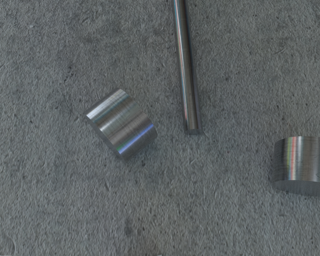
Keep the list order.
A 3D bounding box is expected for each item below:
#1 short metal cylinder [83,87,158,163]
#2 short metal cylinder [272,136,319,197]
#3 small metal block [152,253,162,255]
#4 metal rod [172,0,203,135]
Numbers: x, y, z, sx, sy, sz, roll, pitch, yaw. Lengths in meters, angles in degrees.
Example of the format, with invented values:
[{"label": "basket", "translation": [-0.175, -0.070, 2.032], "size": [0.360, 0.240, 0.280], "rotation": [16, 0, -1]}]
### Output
[{"label": "short metal cylinder", "translation": [-0.049, -0.003, 0.379], "size": [0.050, 0.080, 0.080], "rotation": [-41, 75, -13]}, {"label": "short metal cylinder", "translation": [0.176, 0.047, 0.364], "size": [0.080, 0.080, 0.050], "rotation": [10, 71, 3]}, {"label": "small metal block", "translation": [-0.016, 0.173, 0.345], "size": [0.050, 0.025, 0.050], "rotation": [-14, 71, -5]}, {"label": "metal rod", "translation": [0.035, -0.135, 0.457], "size": [0.025, 0.025, 0.299], "rotation": [-3, 70, -2]}]
